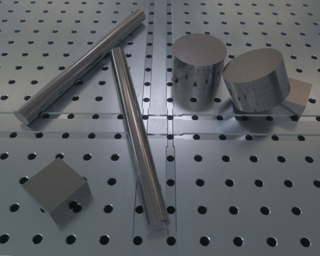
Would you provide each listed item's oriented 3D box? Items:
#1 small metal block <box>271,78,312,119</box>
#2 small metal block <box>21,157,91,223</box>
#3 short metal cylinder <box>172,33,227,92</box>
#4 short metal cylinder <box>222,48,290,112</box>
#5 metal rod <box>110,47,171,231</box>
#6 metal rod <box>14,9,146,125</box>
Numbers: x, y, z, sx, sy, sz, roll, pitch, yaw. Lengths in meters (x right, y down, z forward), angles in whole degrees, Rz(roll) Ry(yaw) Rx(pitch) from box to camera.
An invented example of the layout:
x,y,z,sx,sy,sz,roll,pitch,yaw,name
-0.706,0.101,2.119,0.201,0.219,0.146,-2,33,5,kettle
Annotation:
x,y,z,sx,sy,sz,roll,pitch,yaw,name
0.186,-0.047,0.448,0.050,0.025,0.050,21,53,17,small metal block
-0.116,0.069,0.349,0.050,0.025,0.050,33,57,25,small metal block
0.058,-0.101,0.477,0.081,0.050,0.080,0,50,0,short metal cylinder
0.133,-0.066,0.427,0.080,0.050,0.080,-20,34,15,short metal cylinder
-0.036,-0.010,0.415,0.025,0.025,0.300,-10,51,-9,metal rod
-0.112,-0.113,0.501,0.025,0.025,0.301,24,54,18,metal rod
